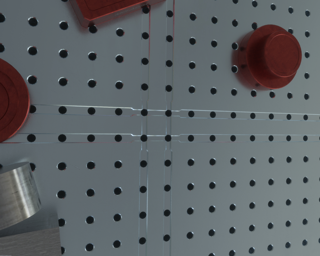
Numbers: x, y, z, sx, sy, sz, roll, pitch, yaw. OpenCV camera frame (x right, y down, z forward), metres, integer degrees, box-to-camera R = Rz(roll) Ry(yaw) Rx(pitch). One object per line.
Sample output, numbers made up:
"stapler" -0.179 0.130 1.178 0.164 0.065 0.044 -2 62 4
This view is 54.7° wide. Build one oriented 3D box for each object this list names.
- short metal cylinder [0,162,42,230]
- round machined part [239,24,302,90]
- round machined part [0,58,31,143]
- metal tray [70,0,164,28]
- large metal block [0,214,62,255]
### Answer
"short metal cylinder" -0.171 0.071 0.321 0.081 0.080 0.050 -16 96 -19
"round machined part" 0.172 -0.108 0.466 0.099 0.042 0.097 0 90 -20
"round machined part" -0.192 -0.028 0.333 0.099 0.042 0.097 0 90 -20
"metal tray" -0.054 -0.192 0.389 0.131 0.030 0.090 -27 99 -18
"large metal block" -0.152 0.149 0.344 0.081 0.050 0.079 -5 92 -20
